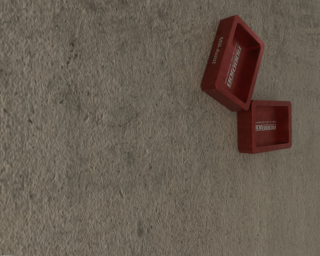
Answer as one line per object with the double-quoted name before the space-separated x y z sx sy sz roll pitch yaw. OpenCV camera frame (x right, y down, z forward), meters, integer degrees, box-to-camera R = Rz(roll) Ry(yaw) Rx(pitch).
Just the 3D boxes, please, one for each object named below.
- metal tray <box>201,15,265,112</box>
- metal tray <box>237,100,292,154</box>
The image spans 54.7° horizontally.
"metal tray" 0.121 -0.102 0.501 0.090 0.030 0.130 29 72 -36
"metal tray" 0.193 -0.004 0.562 0.131 0.030 0.089 -3 92 -40
